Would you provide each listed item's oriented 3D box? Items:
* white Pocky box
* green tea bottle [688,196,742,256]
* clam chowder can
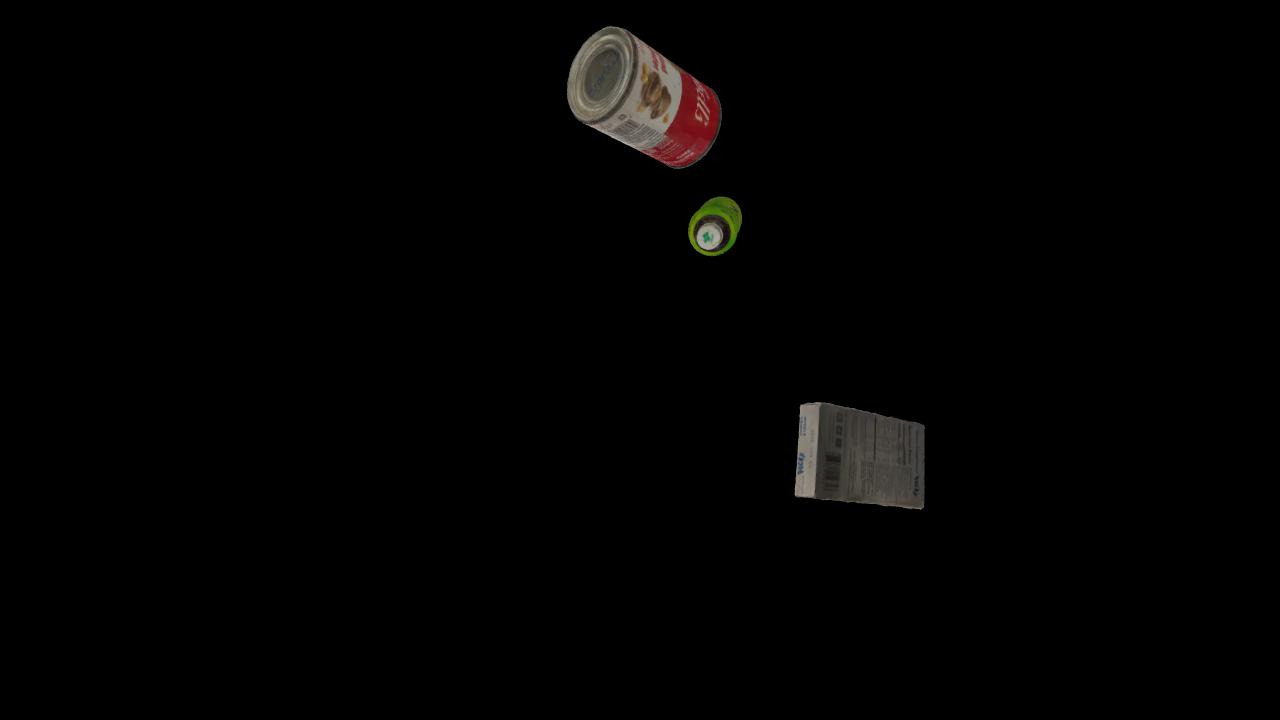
[{"bbox_3d":[0.207,0.090,0.566,0.154,0.084,0.028,12,-12,-31],"label":"white Pocky box"},{"bbox_3d":[0.107,-0.188,0.872,0.073,0.073,0.212,0,21,10],"label":"green tea bottle"},{"bbox_3d":[0.004,-0.191,0.456,0.068,0.068,0.102,0,-4,42],"label":"clam chowder can"}]
